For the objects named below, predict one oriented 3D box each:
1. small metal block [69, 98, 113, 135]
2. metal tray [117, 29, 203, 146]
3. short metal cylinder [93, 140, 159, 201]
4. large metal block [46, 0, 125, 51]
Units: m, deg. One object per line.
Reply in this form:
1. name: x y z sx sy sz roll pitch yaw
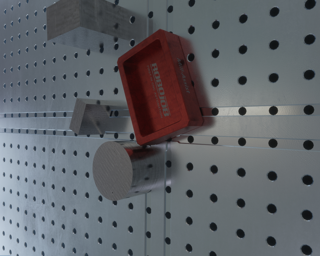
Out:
1. small metal block: -0.107 -0.017 0.482 0.025 0.050 0.050 30 109 36
2. metal tray: -0.004 -0.050 0.409 0.090 0.030 0.129 -24 75 37
3. short metal cylinder: -0.049 0.057 0.434 0.080 0.050 0.079 0 90 40
4. large metal block: -0.112 -0.157 0.466 0.080 0.081 0.050 -5 87 40
